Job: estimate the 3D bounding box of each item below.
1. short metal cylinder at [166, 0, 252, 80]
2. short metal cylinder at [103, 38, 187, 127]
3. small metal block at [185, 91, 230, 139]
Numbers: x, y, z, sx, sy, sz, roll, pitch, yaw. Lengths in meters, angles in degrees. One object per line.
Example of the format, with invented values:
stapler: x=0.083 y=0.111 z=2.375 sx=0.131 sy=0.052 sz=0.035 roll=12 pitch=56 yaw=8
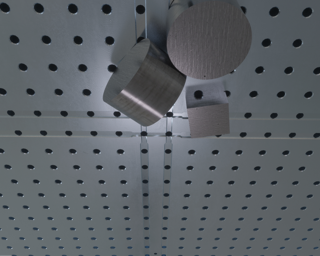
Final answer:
short metal cylinder: x=0.047 y=-0.096 z=0.314 sx=0.081 sy=0.050 sz=0.079 roll=0 pitch=130 yaw=0
short metal cylinder: x=-0.017 y=-0.048 z=0.334 sx=0.050 sy=0.080 sz=0.080 roll=34 pitch=122 yaw=-25
small metal block: x=0.062 y=-0.016 z=0.399 sx=0.050 sy=0.025 sz=0.050 roll=-8 pitch=130 yaw=6
